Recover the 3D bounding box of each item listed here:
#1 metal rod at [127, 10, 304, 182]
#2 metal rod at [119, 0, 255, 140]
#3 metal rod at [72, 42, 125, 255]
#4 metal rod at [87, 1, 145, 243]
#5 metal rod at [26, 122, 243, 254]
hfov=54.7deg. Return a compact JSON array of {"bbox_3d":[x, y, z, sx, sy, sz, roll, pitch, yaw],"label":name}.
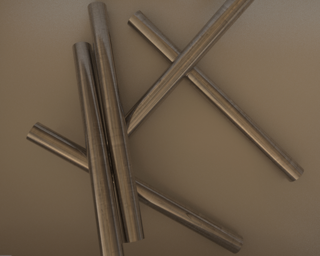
[{"bbox_3d":[0.073,-0.042,0.411,0.300,0.025,0.025,44,90,0],"label":"metal rod"},{"bbox_3d":[0.014,-0.063,0.388,0.025,0.025,0.299,42,99,0],"label":"metal rod"},{"bbox_3d":[-0.073,0.031,0.364,0.025,0.025,0.299,-12,72,0],"label":"metal rod"},{"bbox_3d":[-0.057,-0.017,0.381,0.025,0.025,0.299,-11,78,0],"label":"metal rod"},{"bbox_3d":[-0.025,0.079,0.393,0.301,0.025,0.025,31,90,-7],"label":"metal rod"}]
